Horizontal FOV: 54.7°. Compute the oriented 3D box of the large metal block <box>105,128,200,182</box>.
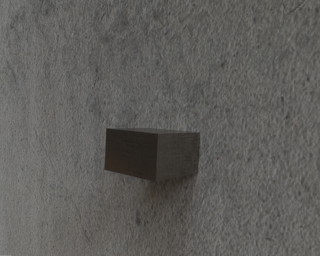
[{"bbox_3d":[-0.008,0.028,0.374,0.080,0.081,0.050,5,93,39],"label":"large metal block"}]
